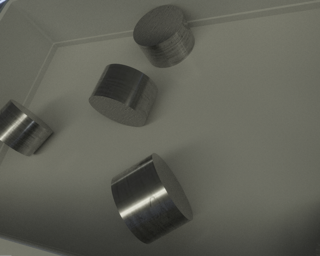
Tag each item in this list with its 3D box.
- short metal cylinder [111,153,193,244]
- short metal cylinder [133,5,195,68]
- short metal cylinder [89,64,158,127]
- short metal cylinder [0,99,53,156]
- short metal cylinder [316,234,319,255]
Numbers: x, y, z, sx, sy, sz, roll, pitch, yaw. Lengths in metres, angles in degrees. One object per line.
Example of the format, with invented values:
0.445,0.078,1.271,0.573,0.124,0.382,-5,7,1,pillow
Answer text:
-0.007,0.074,0.329,0.050,0.080,0.080,-32,52,8,short metal cylinder
0.007,-0.139,0.472,0.080,0.050,0.080,-13,56,21,short metal cylinder
-0.049,-0.043,0.423,0.080,0.080,0.050,9,66,32,short metal cylinder
-0.217,0.000,0.485,0.080,0.080,0.050,35,82,38,short metal cylinder
0.165,0.107,0.237,0.080,0.050,0.080,-13,56,21,short metal cylinder
